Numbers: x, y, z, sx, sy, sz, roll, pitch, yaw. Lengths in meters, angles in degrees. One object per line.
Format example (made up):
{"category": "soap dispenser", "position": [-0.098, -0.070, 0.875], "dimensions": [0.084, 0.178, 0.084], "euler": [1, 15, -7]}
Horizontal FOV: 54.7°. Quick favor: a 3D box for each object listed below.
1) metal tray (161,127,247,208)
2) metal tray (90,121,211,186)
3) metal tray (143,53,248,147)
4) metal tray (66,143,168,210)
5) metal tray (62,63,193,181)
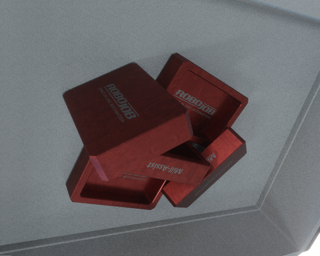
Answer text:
{"category": "metal tray", "position": [0.069, 0.062, 0.456], "dimensions": [0.130, 0.030, 0.090], "euler": [-43, 158, 2]}
{"category": "metal tray", "position": [-0.013, 0.023, 0.371], "dimensions": [0.131, 0.090, 0.030], "euler": [17, 110, -35]}
{"category": "metal tray", "position": [0.048, -0.030, 0.413], "dimensions": [0.131, 0.030, 0.090], "euler": [23, 106, -37]}
{"category": "metal tray", "position": [-0.046, 0.061, 0.416], "dimensions": [0.131, 0.030, 0.089], "euler": [17, 109, -35]}
{"category": "metal tray", "position": [-0.038, -0.015, 0.308], "dimensions": [0.091, 0.130, 0.030], "euler": [-26, 128, -12]}
